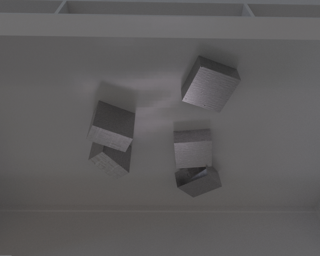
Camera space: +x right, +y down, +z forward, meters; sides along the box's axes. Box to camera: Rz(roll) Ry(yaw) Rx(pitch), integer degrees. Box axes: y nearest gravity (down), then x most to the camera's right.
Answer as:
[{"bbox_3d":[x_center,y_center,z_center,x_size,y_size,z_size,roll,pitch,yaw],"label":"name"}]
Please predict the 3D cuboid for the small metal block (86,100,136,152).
[{"bbox_3d":[-0.060,-0.003,0.390,0.050,0.050,0.025,20,127,-16],"label":"small metal block"}]

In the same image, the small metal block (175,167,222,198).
[{"bbox_3d":[0.058,0.078,0.469,0.050,0.025,0.050,-27,139,21],"label":"small metal block"}]

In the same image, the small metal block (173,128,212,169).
[{"bbox_3d":[0.046,0.029,0.434,0.050,0.025,0.050,-4,130,3],"label":"small metal block"}]

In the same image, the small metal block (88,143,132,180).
[{"bbox_3d":[-0.066,0.034,0.421,0.025,0.050,0.050,-30,124,23],"label":"small metal block"}]

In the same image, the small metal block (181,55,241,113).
[{"bbox_3d":[0.059,-0.051,0.366,0.050,0.025,0.050,16,128,-14],"label":"small metal block"}]
